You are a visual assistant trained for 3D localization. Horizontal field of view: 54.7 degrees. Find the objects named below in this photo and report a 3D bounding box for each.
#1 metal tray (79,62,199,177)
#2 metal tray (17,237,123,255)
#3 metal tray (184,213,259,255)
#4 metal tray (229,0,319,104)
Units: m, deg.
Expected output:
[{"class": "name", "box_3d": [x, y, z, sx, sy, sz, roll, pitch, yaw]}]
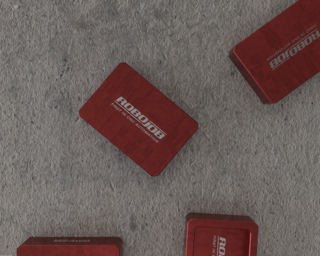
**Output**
[{"class": "metal tray", "box_3d": [-0.027, -0.011, 0.407, 0.130, 0.030, 0.090, 40, 90, 0]}, {"class": "metal tray", "box_3d": [-0.116, 0.193, 0.407, 0.131, 0.030, 0.089, 0, 90, 0]}, {"class": "metal tray", "box_3d": [0.077, 0.182, 0.407, 0.091, 0.030, 0.129, 4, 90, 0]}, {"class": "metal tray", "box_3d": [0.170, -0.103, 0.409, 0.130, 0.030, 0.090, -36, 90, 0]}]
